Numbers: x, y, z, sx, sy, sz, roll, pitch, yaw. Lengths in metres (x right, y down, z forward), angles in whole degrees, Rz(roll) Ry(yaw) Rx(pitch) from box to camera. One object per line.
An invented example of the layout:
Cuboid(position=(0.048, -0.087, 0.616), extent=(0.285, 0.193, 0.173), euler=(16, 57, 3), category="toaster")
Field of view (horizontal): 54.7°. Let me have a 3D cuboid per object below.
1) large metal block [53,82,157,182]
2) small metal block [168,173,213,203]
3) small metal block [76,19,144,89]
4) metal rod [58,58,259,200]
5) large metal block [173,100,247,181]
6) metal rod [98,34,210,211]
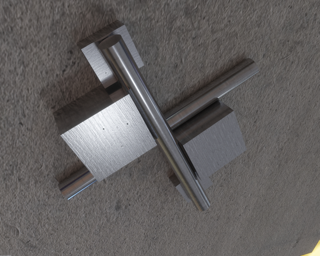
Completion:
Cuboid(position=(-0.062, 0.002, 0.357), extent=(0.080, 0.050, 0.080), euler=(-32, 129, -7), category="large metal block")
Cuboid(position=(0.049, 0.083, 0.487), extent=(0.050, 0.025, 0.050), euler=(-37, 129, -4), category="small metal block")
Cuboid(position=(-0.053, -0.079, 0.332), extent=(0.050, 0.025, 0.050), euler=(-33, 129, -7), category="small metal block")
Cuboid(position=(0.003, -0.002, 0.409), extent=(0.301, 0.025, 0.025), euler=(-34, 129, -6), category="metal rod")
Cuboid(position=(0.067, 0.015, 0.438), extent=(0.080, 0.050, 0.080), euler=(-34, 129, -6), category="large metal block")
Cuboid(position=(0.009, 0.018, 0.392), extent=(0.025, 0.025, 0.299), euler=(-34, 129, -6), category="metal rod")
